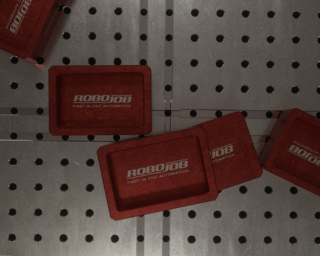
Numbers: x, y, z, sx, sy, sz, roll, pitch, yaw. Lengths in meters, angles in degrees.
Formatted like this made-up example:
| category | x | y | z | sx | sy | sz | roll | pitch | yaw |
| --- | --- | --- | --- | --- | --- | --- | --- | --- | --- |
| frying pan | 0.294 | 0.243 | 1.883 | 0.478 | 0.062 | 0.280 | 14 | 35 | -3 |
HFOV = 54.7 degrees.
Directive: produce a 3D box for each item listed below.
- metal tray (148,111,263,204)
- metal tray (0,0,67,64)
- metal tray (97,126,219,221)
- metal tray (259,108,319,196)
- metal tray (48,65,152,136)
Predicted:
| category | x | y | z | sx | sy | sz | roll | pitch | yaw |
| --- | --- | --- | --- | --- | --- | --- | --- | --- | --- |
| metal tray | 0.058 | 0.040 | 0.412 | 0.131 | 0.030 | 0.090 | -19 | 90 | -1 |
| metal tray | -0.182 | -0.163 | 0.408 | 0.090 | 0.030 | 0.129 | 25 | 90 | -1 |
| metal tray | -0.003 | 0.054 | 0.380 | 0.131 | 0.030 | 0.089 | -12 | 90 | -1 |
| metal tray | 0.210 | 0.040 | 0.413 | 0.131 | 0.030 | 0.090 | 26 | 90 | -1 |
| metal tray | -0.077 | -0.036 | 0.409 | 0.131 | 0.030 | 0.089 | -1 | 90 | -1 |
